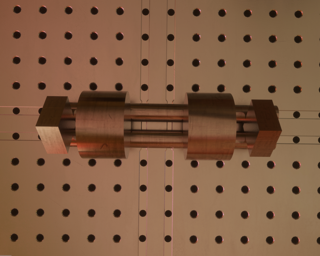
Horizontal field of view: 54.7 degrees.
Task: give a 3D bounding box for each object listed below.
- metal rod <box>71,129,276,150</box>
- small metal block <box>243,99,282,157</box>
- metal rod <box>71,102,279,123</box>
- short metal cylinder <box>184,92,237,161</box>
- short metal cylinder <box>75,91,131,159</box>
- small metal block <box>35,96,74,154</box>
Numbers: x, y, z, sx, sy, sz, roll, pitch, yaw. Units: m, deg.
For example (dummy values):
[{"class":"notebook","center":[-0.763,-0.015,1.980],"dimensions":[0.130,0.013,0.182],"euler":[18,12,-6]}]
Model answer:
[{"class":"metal rod","center":[0.001,0.015,0.413],"dimensions":[0.302,0.025,0.025],"euler":[1,90,0]},{"class":"small metal block","center":[0.123,0.000,0.379],"dimensions":[0.025,0.050,0.050],"euler":[1,49,0]},{"class":"metal rod","center":[0.004,-0.020,0.413],"dimensions":[0.302,0.025,0.025],"euler":[1,90,0]},{"class":"short metal cylinder","center":[0.055,-0.002,0.364],"dimensions":[0.050,0.080,0.079],"euler":[1,90,0]},{"class":"short metal cylinder","center":[-0.063,-0.004,0.363],"dimensions":[0.050,0.080,0.079],"euler":[1,90,0]},{"class":"small metal block","center":[-0.125,-0.004,0.377],"dimensions":[0.025,0.050,0.050],"euler":[1,48,0]}]
